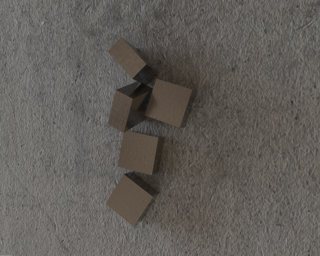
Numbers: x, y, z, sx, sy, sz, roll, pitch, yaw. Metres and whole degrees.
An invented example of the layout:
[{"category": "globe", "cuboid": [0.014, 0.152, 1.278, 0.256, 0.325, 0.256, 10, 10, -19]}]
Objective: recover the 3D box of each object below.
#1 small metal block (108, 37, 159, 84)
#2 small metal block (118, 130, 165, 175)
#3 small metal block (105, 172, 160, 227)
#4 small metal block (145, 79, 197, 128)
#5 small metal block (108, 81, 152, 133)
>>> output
[{"category": "small metal block", "cuboid": [-0.034, -0.086, 0.407, 0.025, 0.050, 0.050, -44, 76, 12]}, {"category": "small metal block", "cuboid": [-0.025, 0.032, 0.418, 0.050, 0.025, 0.050, 11, 94, 19]}, {"category": "small metal block", "cuboid": [-0.037, 0.096, 0.422, 0.050, 0.025, 0.050, 35, 101, 16]}, {"category": "small metal block", "cuboid": [0.014, -0.032, 0.404, 0.050, 0.025, 0.050, 20, 97, 18]}, {"category": "small metal block", "cuboid": [-0.037, -0.028, 0.401, 0.025, 0.050, 0.050, 29, 122, 17]}]
